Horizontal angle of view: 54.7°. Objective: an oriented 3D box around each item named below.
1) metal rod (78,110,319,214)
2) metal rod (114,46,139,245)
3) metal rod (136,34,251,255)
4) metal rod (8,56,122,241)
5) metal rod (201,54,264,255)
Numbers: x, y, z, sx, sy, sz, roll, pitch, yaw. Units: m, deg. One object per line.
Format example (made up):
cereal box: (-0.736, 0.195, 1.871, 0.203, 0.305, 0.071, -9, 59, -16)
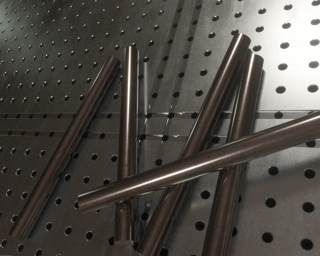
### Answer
metal rod: (0.047, 0.037, 0.326, 0.301, 0.025, 0.025, -21, 54, 15)
metal rod: (-0.043, 0.002, 0.427, 0.025, 0.025, 0.299, -15, 56, 20)
metal rod: (0.049, 0.008, 0.376, 0.025, 0.025, 0.300, 14, 69, 33)
metal rod: (-0.133, 0.018, 0.465, 0.025, 0.025, 0.300, 12, 67, 32)
metal rod: (0.079, 0.045, 0.338, 0.025, 0.025, 0.300, 4, 63, 29)
